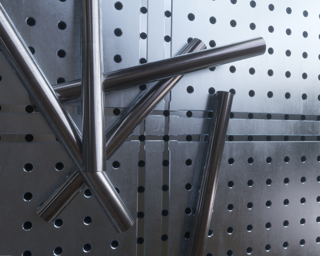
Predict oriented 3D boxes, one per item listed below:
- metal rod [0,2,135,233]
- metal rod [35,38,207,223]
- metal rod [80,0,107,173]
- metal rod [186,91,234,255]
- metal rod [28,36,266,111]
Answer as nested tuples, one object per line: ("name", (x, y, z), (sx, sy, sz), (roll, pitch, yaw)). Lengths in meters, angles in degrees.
("metal rod", (-0.112, -0.011, 0.342), (0.025, 0.025, 0.299), (-33, 102, -17))
("metal rod", (-0.040, -0.006, 0.398), (0.025, 0.025, 0.300), (45, 76, -15))
("metal rod", (-0.079, -0.100, 0.355), (0.025, 0.025, 0.298), (0, 80, -20))
("metal rod", (0.065, 0.095, 0.438), (0.025, 0.025, 0.298), (13, 86, -20))
("metal rod", (-0.006, -0.071, 0.389), (0.302, 0.025, 0.025), (-16, 96, -12))
